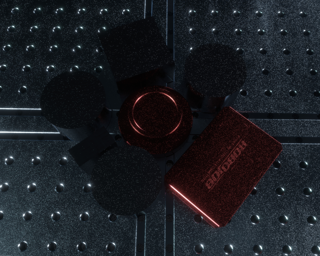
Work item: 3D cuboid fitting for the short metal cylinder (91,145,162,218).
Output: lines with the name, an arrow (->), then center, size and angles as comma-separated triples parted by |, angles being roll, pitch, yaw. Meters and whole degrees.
short metal cylinder -> -0.038, 0.066, 0.373 | 0.081, 0.050, 0.080 | 0, 70, 0

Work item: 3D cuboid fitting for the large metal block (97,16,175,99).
large metal block -> -0.033, -0.098, 0.434 | 0.080, 0.050, 0.080 | -20, 71, -7

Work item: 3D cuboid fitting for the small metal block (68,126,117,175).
small metal block -> -0.080, 0.029, 0.386 | 0.050, 0.050, 0.025 | -36, 74, -12

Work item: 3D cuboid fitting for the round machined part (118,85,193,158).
round machined part -> -0.006, -0.013, 0.407 | 0.099, 0.042, 0.098 | 0, 70, 0

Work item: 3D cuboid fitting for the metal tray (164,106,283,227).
metal tray -> 0.079, 0.047, 0.391 | 0.090, 0.030, 0.130 | 39, 74, 13

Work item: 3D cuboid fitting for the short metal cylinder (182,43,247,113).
short metal cylinder -> 0.072, -0.067, 0.423 | 0.081, 0.050, 0.080 | 0, 70, 0

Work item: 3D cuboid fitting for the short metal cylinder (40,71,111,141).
short metal cylinder -> -0.108, -0.028, 0.407 | 0.081, 0.050, 0.080 | 0, 70, 0
